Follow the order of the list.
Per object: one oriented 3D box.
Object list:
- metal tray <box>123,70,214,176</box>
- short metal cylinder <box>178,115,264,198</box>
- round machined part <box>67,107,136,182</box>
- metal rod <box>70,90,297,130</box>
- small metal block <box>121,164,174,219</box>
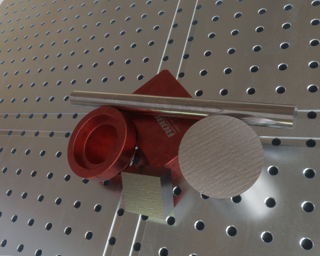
[{"bbox_3d":[0.007,-0.010,0.407,0.090,0.030,0.130,-37,51,3],"label":"metal tray"},{"bbox_3d":[0.062,0.030,0.320,0.080,0.050,0.080,-2,81,11],"label":"short metal cylinder"},{"bbox_3d":[-0.072,0.024,0.412,0.098,0.042,0.098,-14,61,27],"label":"round machined part"},{"bbox_3d":[0.005,-0.027,0.381,0.300,0.025,0.025,7,65,31],"label":"metal rod"},{"bbox_3d":[-0.014,0.071,0.353,0.050,0.025,0.050,3,106,28],"label":"small metal block"}]
